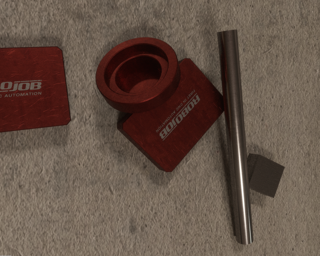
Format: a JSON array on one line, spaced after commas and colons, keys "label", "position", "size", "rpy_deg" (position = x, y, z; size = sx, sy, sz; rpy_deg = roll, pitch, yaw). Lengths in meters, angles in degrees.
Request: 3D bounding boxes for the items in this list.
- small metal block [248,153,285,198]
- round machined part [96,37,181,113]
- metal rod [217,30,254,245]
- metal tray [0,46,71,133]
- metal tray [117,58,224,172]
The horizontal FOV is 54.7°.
[{"label": "small metal block", "position": [0.153, 0.071, 0.468], "size": [0.050, 0.025, 0.050], "rpy_deg": [25, 82, -19]}, {"label": "round machined part", "position": [-0.023, -0.059, 0.374], "size": [0.098, 0.042, 0.098], "rpy_deg": [-6, 60, 11]}, {"label": "metal rod", "position": [0.105, 0.021, 0.425], "size": [0.025, 0.025, 0.298], "rpy_deg": [-13, 104, -20]}, {"label": "metal tray", "position": [-0.172, -0.041, 0.343], "size": [0.131, 0.030, 0.089], "rpy_deg": [-7, 93, -20]}, {"label": "metal tray", "position": [0.019, -0.018, 0.415], "size": [0.090, 0.030, 0.130], "rpy_deg": [46, 75, -15]}]
